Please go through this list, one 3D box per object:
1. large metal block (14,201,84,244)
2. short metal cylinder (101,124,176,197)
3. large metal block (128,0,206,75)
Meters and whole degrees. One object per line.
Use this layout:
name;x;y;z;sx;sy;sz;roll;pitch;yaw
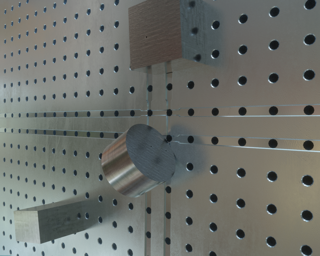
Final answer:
large metal block;-0.190;0.159;0.531;0.080;0.081;0.050;-13;82;39
short metal cylinder;-0.027;0.041;0.396;0.050;0.081;0.080;-37;68;34
large metal block;0.008;-0.115;0.386;0.080;0.050;0.080;-4;88;40
